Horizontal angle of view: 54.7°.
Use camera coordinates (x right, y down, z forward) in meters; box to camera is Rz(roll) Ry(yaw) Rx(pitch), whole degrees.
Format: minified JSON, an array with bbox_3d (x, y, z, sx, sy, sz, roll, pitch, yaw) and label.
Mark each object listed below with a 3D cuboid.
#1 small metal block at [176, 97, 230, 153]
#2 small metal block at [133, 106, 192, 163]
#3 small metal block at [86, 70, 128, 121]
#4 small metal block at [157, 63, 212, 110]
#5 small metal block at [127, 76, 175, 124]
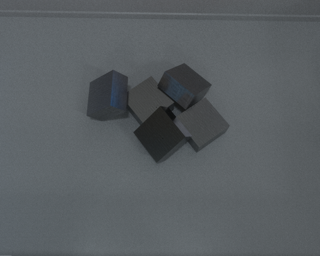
[{"bbox_3d":[0.055,-0.004,0.410,0.050,0.025,0.050,-34,74,-12],"label":"small metal block"},{"bbox_3d":[0.003,0.008,0.393,0.050,0.025,0.050,-44,73,18],"label":"small metal block"},{"bbox_3d":[-0.069,-0.042,0.408,0.050,0.025,0.050,-17,63,40],"label":"small metal block"},{"bbox_3d":[0.034,-0.057,0.417,0.050,0.025,0.050,41,40,13],"label":"small metal block"},{"bbox_3d":[-0.016,-0.034,0.420,0.050,0.025,0.050,-36,74,-13],"label":"small metal block"}]
